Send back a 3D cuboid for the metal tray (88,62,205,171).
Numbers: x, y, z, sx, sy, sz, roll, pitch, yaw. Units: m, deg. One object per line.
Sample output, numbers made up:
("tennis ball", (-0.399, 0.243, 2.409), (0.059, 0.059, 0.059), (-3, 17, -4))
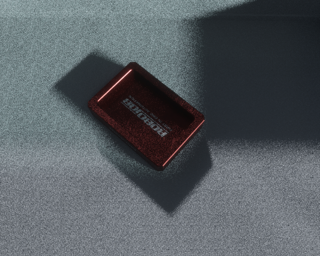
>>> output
("metal tray", (-0.018, -0.017, 0.413), (0.130, 0.030, 0.090), (40, 75, 13))
